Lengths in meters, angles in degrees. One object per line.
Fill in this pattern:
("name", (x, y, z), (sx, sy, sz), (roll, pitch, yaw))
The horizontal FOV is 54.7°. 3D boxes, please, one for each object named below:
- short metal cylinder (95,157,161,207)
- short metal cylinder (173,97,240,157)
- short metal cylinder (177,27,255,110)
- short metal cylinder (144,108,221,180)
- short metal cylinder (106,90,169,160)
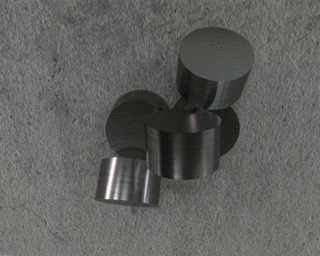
("short metal cylinder", (-0.039, 0.072, 0.401), (0.081, 0.080, 0.050), (7, 71, -3))
("short metal cylinder", (0.056, -0.006, 0.396), (0.081, 0.050, 0.079), (0, 110, -1))
("short metal cylinder", (0.060, -0.067, 0.350), (0.081, 0.080, 0.050), (1, 148, -1))
("short metal cylinder", (0.024, 0.014, 0.334), (0.081, 0.080, 0.050), (-1, 110, 0))
("short metal cylinder", (-0.025, -0.004, 0.395), (0.081, 0.050, 0.079), (0, 110, -1))
